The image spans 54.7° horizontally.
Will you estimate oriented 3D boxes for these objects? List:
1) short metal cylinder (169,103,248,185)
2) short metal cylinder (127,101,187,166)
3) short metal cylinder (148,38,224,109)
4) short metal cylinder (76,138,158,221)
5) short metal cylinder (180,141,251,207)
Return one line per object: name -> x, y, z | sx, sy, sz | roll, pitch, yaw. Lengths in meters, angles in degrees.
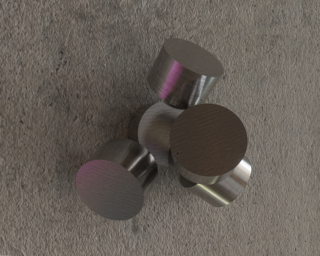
short metal cylinder -> 0.052, 0.019, 0.345 | 0.080, 0.050, 0.080 | -1, 70, 3
short metal cylinder -> 0.003, 0.006, 0.398 | 0.081, 0.050, 0.080 | 0, 90, -21
short metal cylinder -> 0.031, -0.068, 0.386 | 0.081, 0.080, 0.050 | 14, 129, -20
short metal cylinder -> -0.048, 0.058, 0.357 | 0.080, 0.050, 0.079 | 7, 117, 15
short metal cylinder -> 0.071, 0.056, 0.407 | 0.050, 0.080, 0.080 | 37, 78, -17
